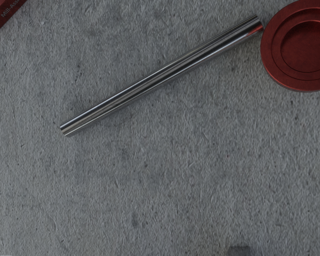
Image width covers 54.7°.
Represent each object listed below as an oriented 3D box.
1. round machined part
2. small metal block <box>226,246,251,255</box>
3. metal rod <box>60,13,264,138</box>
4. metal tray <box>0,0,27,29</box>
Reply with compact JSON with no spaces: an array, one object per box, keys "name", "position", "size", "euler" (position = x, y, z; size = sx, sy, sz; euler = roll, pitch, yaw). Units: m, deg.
[{"name":"round machined part","position":[0.163,-0.087,0.342],"size":[0.098,0.042,0.097],"euler":[0,90,20]},{"name":"small metal block","position":[0.094,0.173,0.363],"size":[0.025,0.050,0.050],"euler":[-8,88,20]},{"name":"metal rod","position":[-0.010,-0.061,0.412],"size":[0.300,0.025,0.025],"euler":[-27,81,18]},{"name":"metal tray","position":[-0.259,-0.228,0.497],"size":[0.130,0.030,0.090],"euler":[-37,78,16]}]
